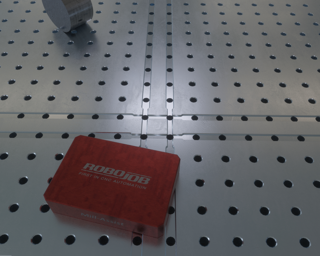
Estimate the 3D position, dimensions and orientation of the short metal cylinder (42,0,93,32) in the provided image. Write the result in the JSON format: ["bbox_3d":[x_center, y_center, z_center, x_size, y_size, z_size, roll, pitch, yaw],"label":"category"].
[{"bbox_3d":[-0.166,-0.221,0.556,0.080,0.080,0.050,34,58,25],"label":"short metal cylinder"}]

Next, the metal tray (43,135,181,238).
[{"bbox_3d":[-0.050,0.062,0.352,0.131,0.030,0.090,11,51,9],"label":"metal tray"}]
